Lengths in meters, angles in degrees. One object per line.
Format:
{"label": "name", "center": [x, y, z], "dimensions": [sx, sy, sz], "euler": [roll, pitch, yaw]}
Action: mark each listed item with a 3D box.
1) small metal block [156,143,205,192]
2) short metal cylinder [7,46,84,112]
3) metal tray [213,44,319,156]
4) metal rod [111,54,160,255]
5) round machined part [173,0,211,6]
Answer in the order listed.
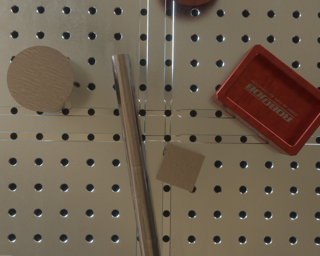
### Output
{"label": "small metal block", "center": [0.027, 0.051, 0.414], "dimensions": [0.050, 0.025, 0.050], "euler": [20, 90, -1]}
{"label": "short metal cylinder", "center": [-0.145, -0.060, 0.399], "dimensions": [0.081, 0.050, 0.079], "euler": [0, 90, -1]}
{"label": "metal tray", "center": [0.149, -0.036, 0.412], "dimensions": [0.130, 0.030, 0.090], "euler": [38, 90, -1]}
{"label": "metal rod", "center": [-0.031, 0.052, 0.413], "dimensions": [0.025, 0.025, 0.298], "euler": [-9, 90, 0]}
{"label": "round machined part", "center": [0.041, -0.208, 0.405], "dimensions": [0.099, 0.042, 0.097], "euler": [0, 90, -1]}
